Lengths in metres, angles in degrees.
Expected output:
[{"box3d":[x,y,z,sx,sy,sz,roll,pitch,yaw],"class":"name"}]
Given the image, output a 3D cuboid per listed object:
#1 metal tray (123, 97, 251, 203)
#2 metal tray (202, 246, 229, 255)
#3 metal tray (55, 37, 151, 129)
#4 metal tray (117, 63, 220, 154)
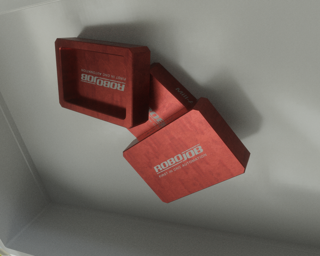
[{"box3d":[0.028,0.032,0.371,0.130,0.030,0.090,-32,102,38],"class":"metal tray"},{"box3d":[0.098,0.264,0.518,0.090,0.030,0.129,24,127,13],"class":"metal tray"},{"box3d":[-0.073,-0.059,0.377,0.130,0.030,0.089,17,115,33],"class":"metal tray"},{"box3d":[0.011,-0.007,0.394,0.130,0.030,0.090,44,129,-3],"class":"metal tray"}]
